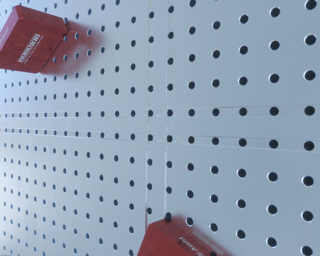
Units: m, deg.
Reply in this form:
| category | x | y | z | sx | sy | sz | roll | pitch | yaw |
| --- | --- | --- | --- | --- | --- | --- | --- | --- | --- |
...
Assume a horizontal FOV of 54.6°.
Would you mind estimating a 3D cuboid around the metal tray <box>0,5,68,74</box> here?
| category | x | y | z | sx | sy | sz | roll | pitch | yaw |
| --- | --- | --- | --- | --- | --- | --- | --- | --- | --- |
| metal tray | -0.242 | -0.156 | 0.568 | 0.130 | 0.091 | 0.030 | -39 | 66 | 33 |

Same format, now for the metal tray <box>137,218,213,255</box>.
| category | x | y | z | sx | sy | sz | roll | pitch | yaw |
| --- | --- | --- | --- | --- | --- | --- | --- | --- | --- |
| metal tray | 0.027 | 0.187 | 0.385 | 0.130 | 0.030 | 0.089 | 31 | 109 | 36 |
